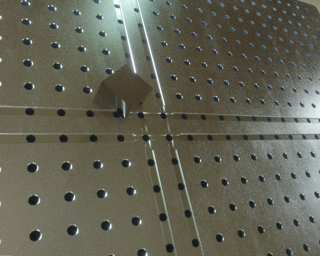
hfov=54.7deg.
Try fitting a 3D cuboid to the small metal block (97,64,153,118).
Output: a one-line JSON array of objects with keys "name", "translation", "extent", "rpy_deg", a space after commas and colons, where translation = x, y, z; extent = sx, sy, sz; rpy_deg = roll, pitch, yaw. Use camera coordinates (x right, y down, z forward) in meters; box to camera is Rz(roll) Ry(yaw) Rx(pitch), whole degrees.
[{"name": "small metal block", "translation": [-0.046, -0.050, 0.415], "extent": [0.050, 0.025, 0.050], "rpy_deg": [42, 51, 0]}]
